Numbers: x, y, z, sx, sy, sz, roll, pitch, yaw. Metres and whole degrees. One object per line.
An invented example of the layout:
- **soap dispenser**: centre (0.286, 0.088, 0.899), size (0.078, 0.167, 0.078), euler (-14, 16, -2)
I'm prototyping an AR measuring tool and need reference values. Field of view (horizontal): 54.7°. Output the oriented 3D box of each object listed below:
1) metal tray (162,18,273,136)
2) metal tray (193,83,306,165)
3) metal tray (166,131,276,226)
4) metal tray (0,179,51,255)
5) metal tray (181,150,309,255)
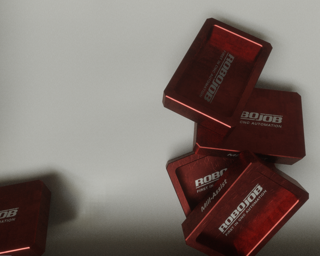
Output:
- **metal tray**: centre (0.071, -0.066, 0.381), size (0.090, 0.030, 0.130), euler (27, 69, 7)
- **metal tray**: centre (0.111, -0.006, 0.393), size (0.131, 0.030, 0.090), euler (7, 67, 0)
- **metal tray**: centre (0.083, 0.064, 0.409), size (0.131, 0.030, 0.090), euler (-22, 90, 0)
- **metal tray**: centre (-0.207, 0.120, 0.381), size (0.131, 0.030, 0.090), euler (-11, 48, 0)
- **metal tray**: centre (0.099, 0.101, 0.372), size (0.090, 0.030, 0.129), euler (32, 105, -16)
